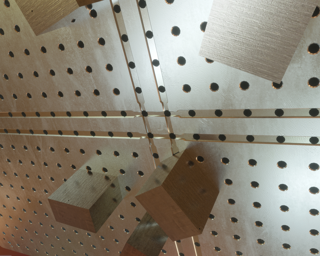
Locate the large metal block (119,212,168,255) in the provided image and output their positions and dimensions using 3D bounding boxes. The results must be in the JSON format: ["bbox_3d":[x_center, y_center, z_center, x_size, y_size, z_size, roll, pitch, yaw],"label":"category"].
[{"bbox_3d":[-0.024,0.190,0.506,0.050,0.080,0.079,31,128,9],"label":"large metal block"}]

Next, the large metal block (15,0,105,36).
[{"bbox_3d":[-0.125,-0.165,0.359,0.080,0.050,0.080,-16,110,34],"label":"large metal block"}]

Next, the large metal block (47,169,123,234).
[{"bbox_3d":[-0.121,0.117,0.513,0.080,0.080,0.050,7,122,25],"label":"large metal block"}]

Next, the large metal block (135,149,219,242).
[{"bbox_3d":[0.026,0.089,0.418,0.050,0.080,0.080,-32,101,38],"label":"large metal block"}]

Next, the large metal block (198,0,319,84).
[{"bbox_3d":[0.091,-0.098,0.287,0.080,0.050,0.079,23,127,14],"label":"large metal block"}]
